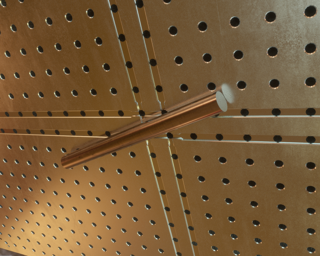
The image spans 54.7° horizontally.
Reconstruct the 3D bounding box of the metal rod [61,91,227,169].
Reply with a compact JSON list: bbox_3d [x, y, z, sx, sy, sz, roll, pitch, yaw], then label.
[{"bbox_3d":[-0.044,0.014,0.440,0.300,0.025,0.025,-21,107,35],"label":"metal rod"}]
